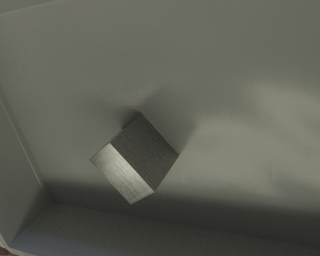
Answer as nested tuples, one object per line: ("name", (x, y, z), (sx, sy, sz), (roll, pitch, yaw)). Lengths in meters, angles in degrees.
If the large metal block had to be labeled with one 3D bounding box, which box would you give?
("large metal block", (-0.032, 0.040, 0.415), (0.080, 0.080, 0.050), (49, 129, -6))
